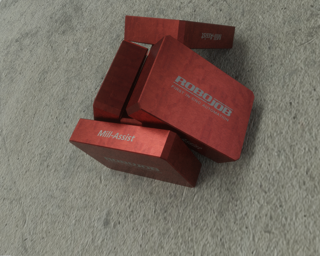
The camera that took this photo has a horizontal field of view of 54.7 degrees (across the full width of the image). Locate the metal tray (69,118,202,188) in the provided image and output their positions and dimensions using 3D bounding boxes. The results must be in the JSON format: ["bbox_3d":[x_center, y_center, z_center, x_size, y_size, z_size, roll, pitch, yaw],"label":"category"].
[{"bbox_3d":[-0.028,0.029,0.358,0.130,0.090,0.030,7,66,31],"label":"metal tray"}]

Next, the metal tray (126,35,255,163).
[{"bbox_3d":[0.039,-0.028,0.337,0.030,0.131,0.090,-20,46,59],"label":"metal tray"}]

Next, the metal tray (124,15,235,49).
[{"bbox_3d":[0.029,-0.125,0.406,0.090,0.131,0.030,19,113,35],"label":"metal tray"}]

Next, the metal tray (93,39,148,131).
[{"bbox_3d":[-0.052,-0.037,0.391,0.030,0.130,0.090,21,69,-3],"label":"metal tray"}]

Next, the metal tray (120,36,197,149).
[{"bbox_3d":[0.008,-0.041,0.383,0.030,0.090,0.130,7,65,31],"label":"metal tray"}]
